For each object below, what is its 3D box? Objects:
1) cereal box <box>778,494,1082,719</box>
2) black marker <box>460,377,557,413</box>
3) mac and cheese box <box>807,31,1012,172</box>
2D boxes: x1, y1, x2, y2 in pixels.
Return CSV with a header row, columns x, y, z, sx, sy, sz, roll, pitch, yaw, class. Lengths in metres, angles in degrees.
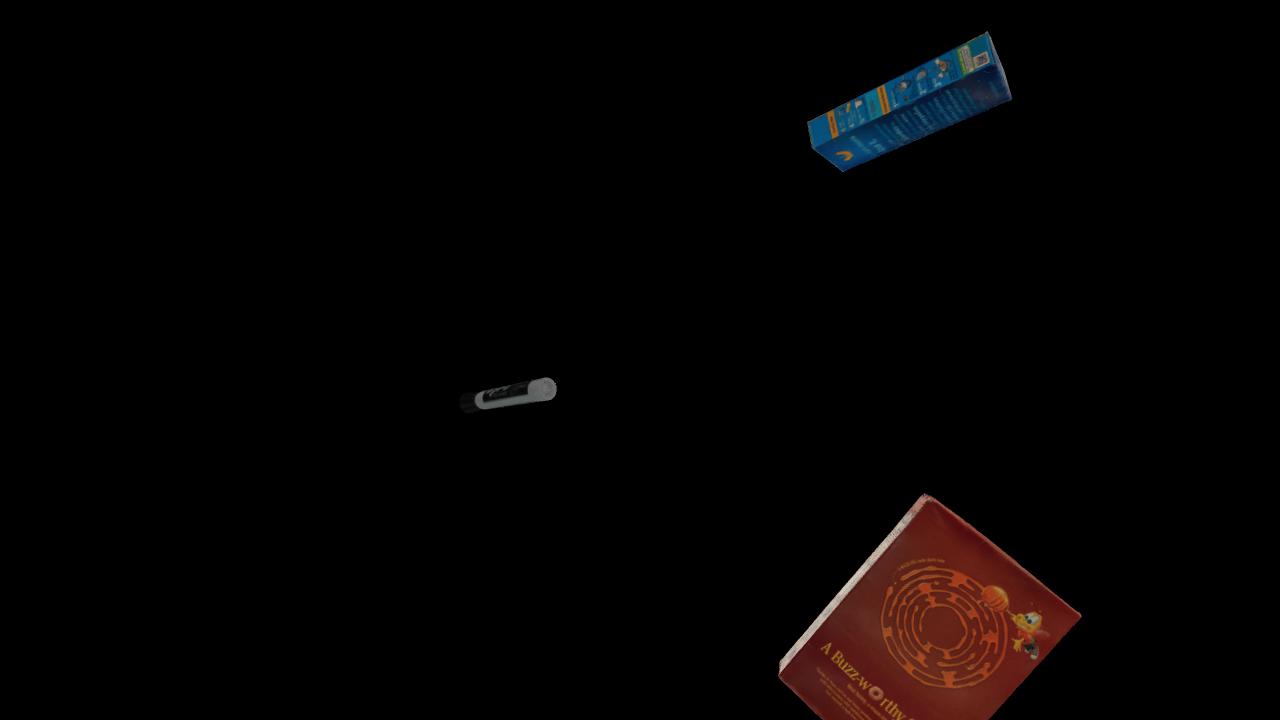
x,y,z,sx,sy,sz,roll,pitch,yaw,class
0.349,0.350,0.771,0.203,0.306,0.081,40,3,18,cereal box
-0.119,0.032,0.536,0.121,0.020,0.020,-11,-7,40,black marker
0.285,-0.267,0.659,0.184,0.041,0.093,-16,-12,38,mac and cheese box
